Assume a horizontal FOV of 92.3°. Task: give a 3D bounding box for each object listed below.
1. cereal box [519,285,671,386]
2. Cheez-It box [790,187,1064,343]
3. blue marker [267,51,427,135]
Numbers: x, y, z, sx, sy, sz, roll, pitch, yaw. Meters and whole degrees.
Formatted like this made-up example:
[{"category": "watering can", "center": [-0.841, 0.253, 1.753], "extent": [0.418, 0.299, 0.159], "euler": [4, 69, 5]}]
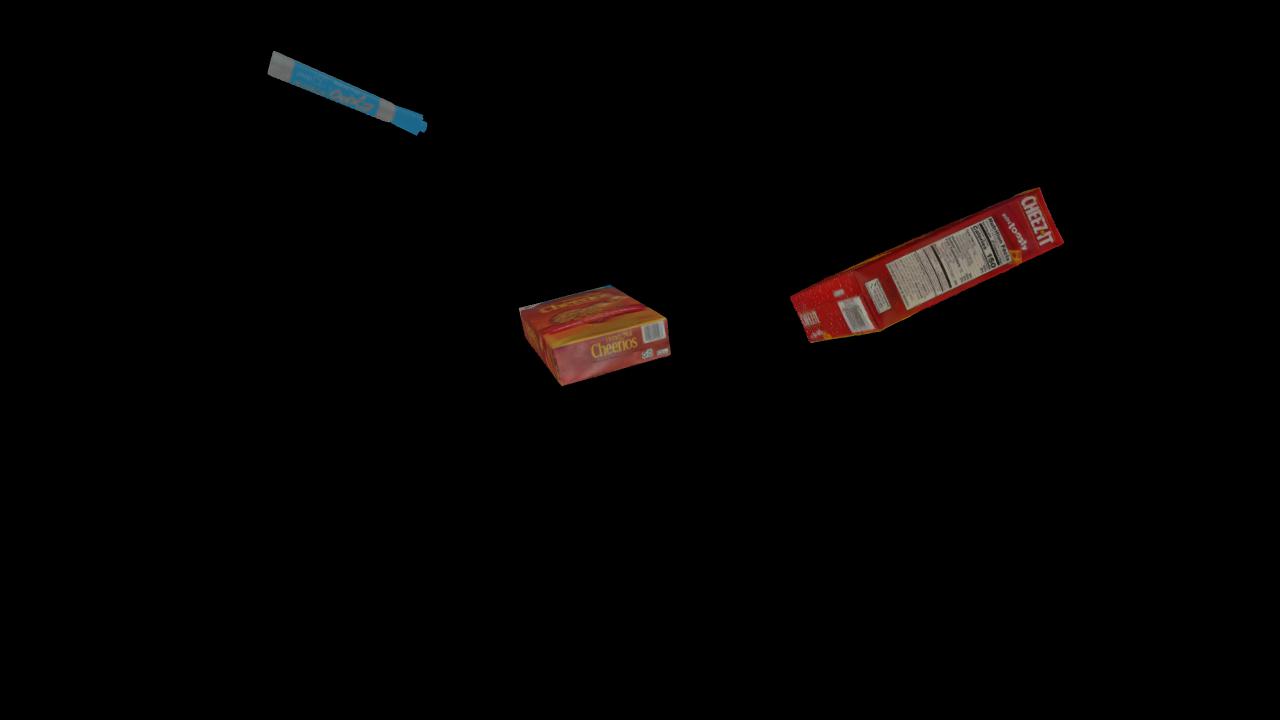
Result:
[{"category": "cereal box", "center": [-0.095, -0.058, 1.139], "extent": [0.203, 0.081, 0.306], "euler": [-16, 23, -16]}, {"category": "Cheez-It box", "center": [0.299, -0.094, 0.669], "extent": [0.223, 0.071, 0.166], "euler": [-23, 0, -8]}, {"category": "blue marker", "center": [-0.237, -0.217, 0.508], "extent": [0.121, 0.020, 0.020], "euler": [14, -8, -36]}]
